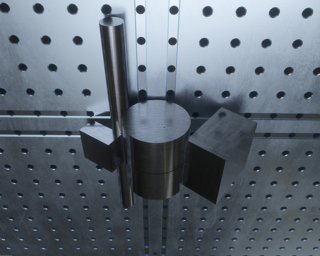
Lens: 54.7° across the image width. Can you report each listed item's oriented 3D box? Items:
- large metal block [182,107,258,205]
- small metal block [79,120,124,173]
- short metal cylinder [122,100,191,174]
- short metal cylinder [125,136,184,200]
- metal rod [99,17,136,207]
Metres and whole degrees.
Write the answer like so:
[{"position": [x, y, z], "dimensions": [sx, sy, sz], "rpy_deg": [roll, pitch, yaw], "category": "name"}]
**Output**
[{"position": [0.074, 0.034, 0.390], "dimensions": [0.050, 0.080, 0.079], "rpy_deg": [27, 137, 27], "category": "large metal block"}, {"position": [-0.077, 0.024, 0.412], "dimensions": [0.050, 0.025, 0.050], "rpy_deg": [24, 135, 25], "category": "small metal block"}, {"position": [-0.005, 0.009, 0.378], "dimensions": [0.081, 0.080, 0.050], "rpy_deg": [0, 130, -1], "category": "short metal cylinder"}, {"position": [-0.005, 0.048, 0.411], "dimensions": [0.081, 0.080, 0.050], "rpy_deg": [0, 130, -1], "category": "short metal cylinder"}, {"position": [-0.050, 0.006, 0.410], "dimensions": [0.025, 0.025, 0.298], "rpy_deg": [0, 130, 0], "category": "metal rod"}]
